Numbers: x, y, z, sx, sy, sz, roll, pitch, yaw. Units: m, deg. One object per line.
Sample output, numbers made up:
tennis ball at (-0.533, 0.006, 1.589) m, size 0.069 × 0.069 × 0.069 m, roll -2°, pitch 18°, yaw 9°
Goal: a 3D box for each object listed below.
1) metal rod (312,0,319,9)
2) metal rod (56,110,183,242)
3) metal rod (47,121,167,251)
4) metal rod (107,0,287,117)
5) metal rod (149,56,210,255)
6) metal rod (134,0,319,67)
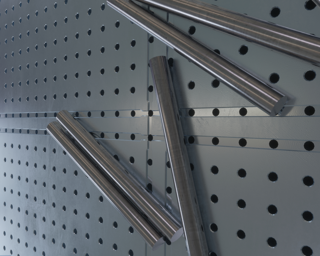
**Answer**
metal rod at (0.138, -0.149, 0.295) m, size 0.025 × 0.025 × 0.299 m, roll -44°, pitch 64°, yaw 31°
metal rod at (-0.076, 0.057, 0.473) m, size 0.300 × 0.025 × 0.025 m, roll 38°, pitch 114°, yaw 33°
metal rod at (-0.099, 0.076, 0.492) m, size 0.300 × 0.025 × 0.025 m, roll 38°, pitch 113°, yaw 33°
metal rod at (0.025, -0.108, 0.389) m, size 0.300 × 0.025 × 0.025 m, roll 42°, pitch 116°, yaw 32°
metal rod at (0.027, 0.054, 0.388) m, size 0.025 × 0.025 × 0.299 m, roll -19°, pitch 78°, yaw 38°
metal rod at (0.065, -0.127, 0.356) m, size 0.300 × 0.025 × 0.025 m, roll 34°, pitch 111°, yaw 34°
